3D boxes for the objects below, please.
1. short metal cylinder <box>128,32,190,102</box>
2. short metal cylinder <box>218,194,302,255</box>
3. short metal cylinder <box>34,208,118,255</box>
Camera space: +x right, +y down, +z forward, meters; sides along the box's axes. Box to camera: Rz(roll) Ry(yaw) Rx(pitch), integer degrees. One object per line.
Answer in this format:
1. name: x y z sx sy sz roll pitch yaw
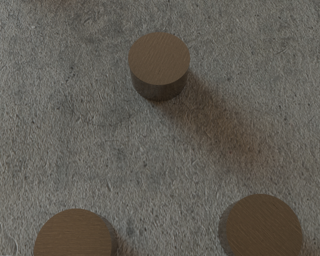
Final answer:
1. short metal cylinder: -0.001 -0.083 0.425 0.081 0.050 0.080 0 70 0
2. short metal cylinder: 0.111 0.119 0.352 0.081 0.050 0.080 0 70 0
3. short metal cylinder: -0.091 0.133 0.345 0.081 0.050 0.080 0 70 0
